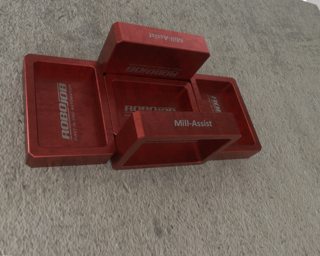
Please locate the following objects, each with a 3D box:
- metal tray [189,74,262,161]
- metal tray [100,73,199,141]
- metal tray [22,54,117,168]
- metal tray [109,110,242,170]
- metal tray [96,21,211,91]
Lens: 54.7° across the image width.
[{"bbox_3d":[0.089,-0.018,0.463,0.091,0.030,0.130,0,62,-28],"label":"metal tray"},{"bbox_3d":[-0.010,-0.022,0.411,0.131,0.030,0.090,1,61,-28],"label":"metal tray"},{"bbox_3d":[-0.107,-0.022,0.358,0.091,0.030,0.130,0,62,-28],"label":"metal tray"},{"bbox_3d":[0.017,0.016,0.362,0.131,0.090,0.030,0,62,-29],"label":"metal tray"},{"bbox_3d":[-0.011,-0.089,0.414,0.131,0.090,0.030,0,62,-29],"label":"metal tray"}]
